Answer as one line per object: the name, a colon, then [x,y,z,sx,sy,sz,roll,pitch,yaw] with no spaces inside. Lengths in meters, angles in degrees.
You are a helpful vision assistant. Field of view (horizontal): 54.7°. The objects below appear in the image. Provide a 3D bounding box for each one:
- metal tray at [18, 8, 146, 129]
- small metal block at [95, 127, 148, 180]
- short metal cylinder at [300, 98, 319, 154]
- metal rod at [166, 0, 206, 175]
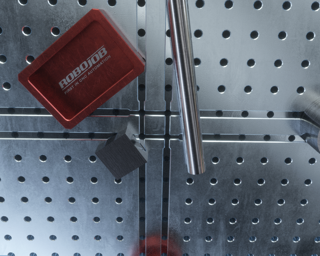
metal tray: [-0.094,-0.071,0.383,0.130,0.030,0.090,-37,107,12]
small metal block: [-0.052,0.035,0.426,0.050,0.025,0.050,-32,107,11]
short metal cylinder: [0.234,0.001,0.404,0.081,0.050,0.079,0,110,-1]
metal rod: [0.030,-0.079,0.384,0.025,0.025,0.298,-8,110,2]
